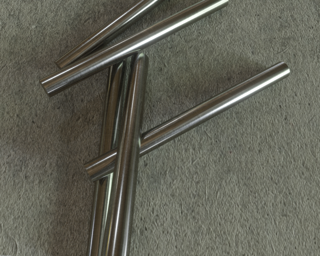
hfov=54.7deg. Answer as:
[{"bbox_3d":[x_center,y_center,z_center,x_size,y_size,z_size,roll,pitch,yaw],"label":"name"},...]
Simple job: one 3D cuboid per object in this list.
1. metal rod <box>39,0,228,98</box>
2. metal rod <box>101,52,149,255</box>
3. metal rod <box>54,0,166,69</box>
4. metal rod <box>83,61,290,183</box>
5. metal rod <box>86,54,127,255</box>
[{"bbox_3d":[-0.022,-0.124,0.432,0.302,0.025,0.025,-32,73,-20],"label":"metal rod"},{"bbox_3d":[-0.034,0.021,0.345,0.025,0.025,0.300,2,52,1],"label":"metal rod"},{"bbox_3d":[-0.032,-0.181,0.473,0.301,0.025,0.025,-42,75,-14],"label":"metal rod"},{"bbox_3d":[0.046,-0.015,0.399,0.302,0.025,0.025,-28,72,-16],"label":"metal rod"},{"bbox_3d":[-0.066,0.026,0.398,0.025,0.025,0.299,3,70,1],"label":"metal rod"}]
